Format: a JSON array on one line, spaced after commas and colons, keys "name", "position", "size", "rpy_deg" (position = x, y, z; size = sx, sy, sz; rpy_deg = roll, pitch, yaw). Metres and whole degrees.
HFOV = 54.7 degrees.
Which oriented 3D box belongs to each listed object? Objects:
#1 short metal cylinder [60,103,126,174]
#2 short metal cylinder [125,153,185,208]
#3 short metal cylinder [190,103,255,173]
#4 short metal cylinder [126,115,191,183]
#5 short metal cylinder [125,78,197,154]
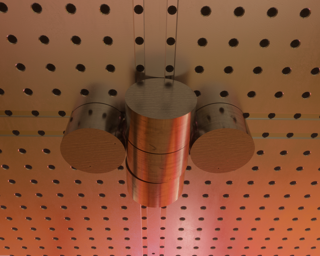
[{"name": "short metal cylinder", "position": [-0.084, 0.014, 0.405], "size": [0.081, 0.050, 0.079], "rpy_deg": [0, 130, 0]}, {"name": "short metal cylinder", "position": [-0.006, 0.062, 0.427], "size": [0.081, 0.080, 0.050], "rpy_deg": [1, 130, -1]}, {"name": "short metal cylinder", "position": [0.078, 0.014, 0.408], "size": [0.081, 0.050, 0.079], "rpy_deg": [0, 130, 0]}, {"name": "short metal cylinder", "position": [-0.002, 0.023, 0.394], "size": [0.081, 0.080, 0.050], "rpy_deg": [2, 130, -2]}, {"name": "short metal cylinder", "position": [0.000, -0.016, 0.361], "size": [0.081, 0.080, 0.050], "rpy_deg": [2, 130, -2]}]
